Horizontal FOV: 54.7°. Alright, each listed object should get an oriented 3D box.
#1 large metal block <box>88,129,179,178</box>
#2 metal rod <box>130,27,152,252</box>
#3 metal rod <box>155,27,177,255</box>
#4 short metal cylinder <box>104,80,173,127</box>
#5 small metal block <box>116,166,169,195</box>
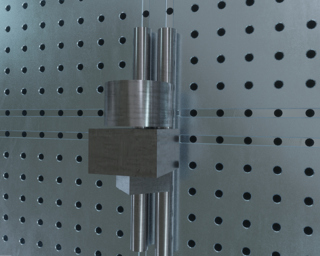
[{"bbox_3d":[-0.027,0.026,0.366,0.080,0.080,0.050,1,90,19],"label":"large metal block"},{"bbox_3d":[-0.026,0.015,0.422,0.025,0.025,0.298,1,90,19],"label":"metal rod"},{"bbox_3d":[0.007,0.020,0.410,0.025,0.025,0.298,1,90,19],"label":"metal rod"},{"bbox_3d":[-0.025,-0.027,0.369,0.080,0.080,0.050,1,91,19],"label":"short metal cylinder"},{"bbox_3d":[-0.022,0.063,0.382,0.050,0.050,0.025,1,91,-25],"label":"small metal block"}]
